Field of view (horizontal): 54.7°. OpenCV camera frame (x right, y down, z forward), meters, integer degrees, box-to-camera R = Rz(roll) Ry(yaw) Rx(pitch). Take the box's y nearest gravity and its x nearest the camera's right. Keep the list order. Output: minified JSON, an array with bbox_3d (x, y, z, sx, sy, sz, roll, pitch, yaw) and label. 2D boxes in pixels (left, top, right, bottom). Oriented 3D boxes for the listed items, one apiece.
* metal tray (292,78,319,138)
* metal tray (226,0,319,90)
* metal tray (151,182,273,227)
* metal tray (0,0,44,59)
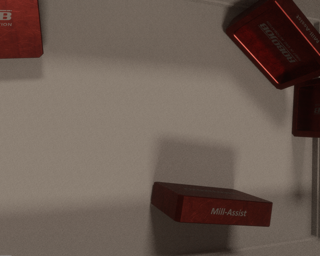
[{"bbox_3d":[0.254,-0.030,0.451,0.030,0.130,0.089,4,89,-20],"label":"metal tray"},{"bbox_3d":[0.169,-0.119,0.437,0.130,0.090,0.030,42,62,-16],"label":"metal tray"},{"bbox_3d":[0.065,0.097,0.401,0.131,0.090,0.030,9,87,-20],"label":"metal tray"},{"bbox_3d":[-0.191,-0.116,0.311,0.131,0.030,0.089,-7,130,-20],"label":"metal tray"}]
